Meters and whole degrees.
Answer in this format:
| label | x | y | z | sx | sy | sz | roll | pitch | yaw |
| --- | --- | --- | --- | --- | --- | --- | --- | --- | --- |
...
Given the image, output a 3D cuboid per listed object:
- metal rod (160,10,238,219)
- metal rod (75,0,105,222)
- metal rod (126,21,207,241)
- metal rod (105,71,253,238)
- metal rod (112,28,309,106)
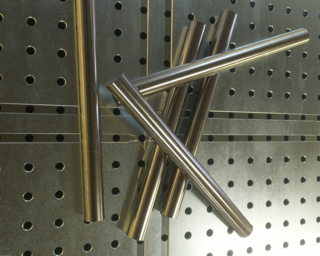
| label | x | y | z | sx | sy | sz | roll | pitch | yaw |
| --- | --- | --- | --- | --- | --- | --- | --- | --- | --- |
| metal rod | 0.056 | -0.023 | 0.434 | 0.025 | 0.025 | 0.299 | 20 | 83 | -19 |
| metal rod | -0.086 | -0.037 | 0.381 | 0.025 | 0.025 | 0.298 | -3 | 91 | -20 |
| metal rod | 0.011 | -0.001 | 0.417 | 0.025 | 0.025 | 0.299 | 19 | 84 | -20 |
| metal rod | 0.039 | 0.050 | 0.398 | 0.025 | 0.025 | 0.300 | -47 | 116 | -14 |
| metal rod | 0.080 | -0.087 | 0.415 | 0.302 | 0.025 | 0.025 | -21 | 97 | -19 |
